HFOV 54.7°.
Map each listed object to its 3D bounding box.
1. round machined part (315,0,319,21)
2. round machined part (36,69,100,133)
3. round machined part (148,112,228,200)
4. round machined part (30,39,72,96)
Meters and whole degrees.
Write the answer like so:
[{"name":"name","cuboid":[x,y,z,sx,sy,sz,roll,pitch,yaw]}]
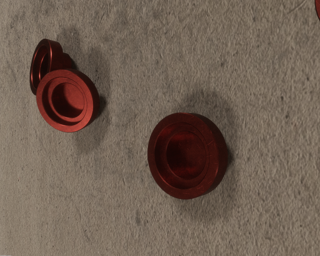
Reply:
[{"name":"round machined part","cuboid":[0.181,-0.108,0.244,0.098,0.042,0.097,0,90,39]},{"name":"round machined part","cuboid":[-0.140,-0.045,0.490,0.098,0.042,0.097,4,107,14]},{"name":"round machined part","cuboid":[0.035,0.031,0.363,0.098,0.042,0.097,0,90,39]},{"name":"round machined part","cuboid":[-0.188,-0.101,0.538,0.098,0.042,0.097,-9,77,48]}]
